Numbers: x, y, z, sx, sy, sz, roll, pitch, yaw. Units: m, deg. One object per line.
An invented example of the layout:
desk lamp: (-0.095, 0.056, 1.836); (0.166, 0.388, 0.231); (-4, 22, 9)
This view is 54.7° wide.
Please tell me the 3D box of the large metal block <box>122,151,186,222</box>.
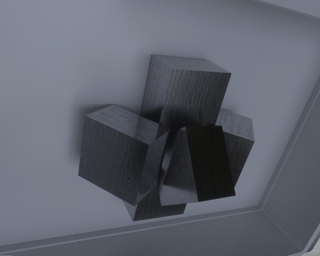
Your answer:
large metal block: (-0.002, 0.079, 0.439); (0.081, 0.050, 0.079); (1, 118, -29)

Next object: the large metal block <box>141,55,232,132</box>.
large metal block: (0.029, -0.040, 0.379); (0.081, 0.050, 0.079); (-2, 119, -28)

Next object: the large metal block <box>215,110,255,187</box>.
large metal block: (0.090, 0.028, 0.429); (0.050, 0.080, 0.079); (18, 115, 6)

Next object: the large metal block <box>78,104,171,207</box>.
large metal block: (-0.042, 0.029, 0.356); (0.050, 0.080, 0.079); (-33, 142, -56)

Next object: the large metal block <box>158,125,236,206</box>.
large metal block: (0.036, 0.046, 0.368); (0.050, 0.080, 0.080); (-1, 75, -29)
